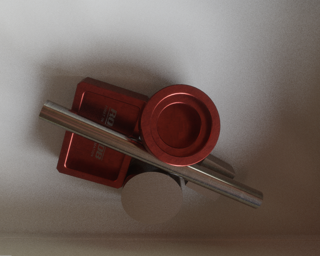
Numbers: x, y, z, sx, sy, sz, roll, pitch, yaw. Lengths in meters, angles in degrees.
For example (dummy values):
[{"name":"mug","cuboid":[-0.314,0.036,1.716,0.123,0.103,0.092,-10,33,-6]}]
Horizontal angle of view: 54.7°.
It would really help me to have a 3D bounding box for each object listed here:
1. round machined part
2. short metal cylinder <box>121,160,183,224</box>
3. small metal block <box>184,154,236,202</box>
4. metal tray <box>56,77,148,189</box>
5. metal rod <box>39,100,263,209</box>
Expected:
[{"name":"round machined part","cuboid":[0.021,-0.003,0.387,0.099,0.042,0.097,0,88,-14]},{"name":"short metal cylinder","cuboid":[-0.011,0.084,0.426,0.081,0.050,0.079,0,110,-1]},{"name":"small metal block","cuboid":[0.069,0.067,0.435,0.050,0.025,0.050,30,107,-11]},{"name":"metal tray","cuboid":[-0.075,0.009,0.408,0.091,0.030,0.129,17,109,-7]},{"name":"metal rod","cuboid":[-0.002,0.038,0.393,0.302,0.025,0.025,24,108,-12]}]
